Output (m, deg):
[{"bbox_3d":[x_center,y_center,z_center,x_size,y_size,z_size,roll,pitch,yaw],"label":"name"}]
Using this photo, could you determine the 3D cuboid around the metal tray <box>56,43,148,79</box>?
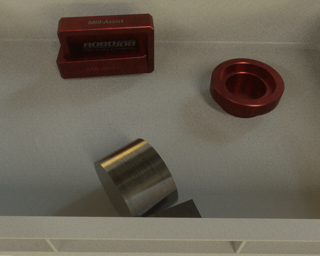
[{"bbox_3d":[-0.087,-0.120,0.486,0.131,0.030,0.090,-4,47,-1],"label":"metal tray"}]

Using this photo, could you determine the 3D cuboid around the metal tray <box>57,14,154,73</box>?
[{"bbox_3d":[-0.075,-0.120,0.461,0.131,0.090,0.030,-4,56,-4],"label":"metal tray"}]

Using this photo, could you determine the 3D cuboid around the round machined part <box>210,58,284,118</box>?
[{"bbox_3d":[0.120,-0.052,0.440,0.099,0.042,0.098,0,50,0],"label":"round machined part"}]

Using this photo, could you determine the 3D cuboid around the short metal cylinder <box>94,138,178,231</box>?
[{"bbox_3d":[-0.026,0.057,0.321,0.050,0.080,0.080,-29,56,-22],"label":"short metal cylinder"}]

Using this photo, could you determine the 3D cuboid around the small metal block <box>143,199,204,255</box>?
[{"bbox_3d":[0.012,0.100,0.304,0.050,0.050,0.025,-17,55,-15],"label":"small metal block"}]
